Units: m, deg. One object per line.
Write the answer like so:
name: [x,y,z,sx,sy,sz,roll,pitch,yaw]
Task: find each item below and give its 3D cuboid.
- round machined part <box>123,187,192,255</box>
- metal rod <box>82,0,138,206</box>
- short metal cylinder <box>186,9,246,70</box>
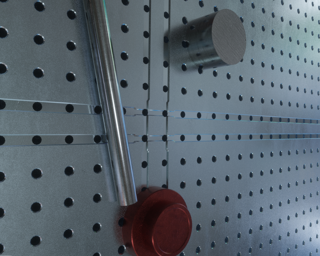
round machined part: [0.004,0.129,0.404,0.099,0.042,0.097,0,90,-40]
metal rod: [-0.061,-0.056,0.359,0.025,0.025,0.298,-15,99,-39]
short metal cylinder: [0.085,-0.132,0.467,0.081,0.050,0.079,0,90,-40]
